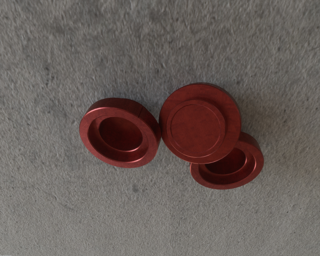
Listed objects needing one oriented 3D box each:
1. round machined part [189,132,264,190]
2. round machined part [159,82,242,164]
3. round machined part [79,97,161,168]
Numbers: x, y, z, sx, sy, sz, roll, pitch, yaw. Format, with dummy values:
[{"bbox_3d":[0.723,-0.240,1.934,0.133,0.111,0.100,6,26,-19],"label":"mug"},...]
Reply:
[{"bbox_3d":[0.089,0.039,0.431,0.099,0.042,0.097,-1,130,0],"label":"round machined part"},{"bbox_3d":[0.045,-0.003,0.365,0.098,0.042,0.097,4,104,16],"label":"round machined part"},{"bbox_3d":[-0.046,0.002,0.388,0.098,0.042,0.097,8,131,9],"label":"round machined part"}]
